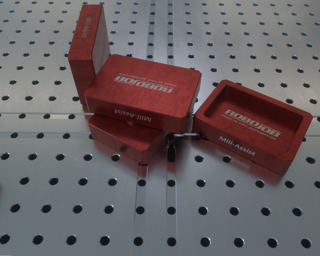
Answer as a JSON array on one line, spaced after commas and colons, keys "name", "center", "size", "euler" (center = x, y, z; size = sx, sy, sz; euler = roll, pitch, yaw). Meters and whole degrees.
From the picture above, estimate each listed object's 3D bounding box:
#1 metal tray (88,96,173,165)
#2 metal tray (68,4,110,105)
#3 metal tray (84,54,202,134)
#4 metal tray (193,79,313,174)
[{"name": "metal tray", "center": [-0.021, -0.022, 0.423], "size": [0.090, 0.030, 0.130], "euler": [26, 55, 20]}, {"name": "metal tray", "center": [-0.100, -0.109, 0.456], "size": [0.030, 0.090, 0.130], "euler": [-1, 50, 0]}, {"name": "metal tray", "center": [-0.019, -0.048, 0.405], "size": [0.130, 0.030, 0.090], "euler": [14, 51, 11]}, {"name": "metal tray", "center": [0.121, -0.007, 0.410], "size": [0.130, 0.030, 0.090], "euler": [27, 55, 21]}]
